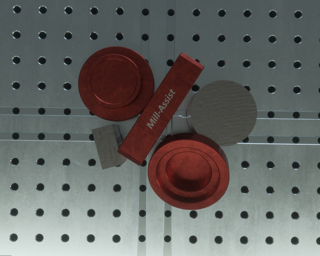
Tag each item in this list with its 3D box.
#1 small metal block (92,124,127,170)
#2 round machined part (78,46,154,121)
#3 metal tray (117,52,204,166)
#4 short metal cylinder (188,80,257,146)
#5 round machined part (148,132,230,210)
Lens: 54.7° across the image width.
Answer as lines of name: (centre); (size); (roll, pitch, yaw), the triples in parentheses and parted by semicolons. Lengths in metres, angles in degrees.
small metal block: (-0.063, 0.023, 0.396); (0.025, 0.050, 0.050); (-15, 90, 0)
round machined part: (-0.057, -0.057, 0.400); (0.099, 0.042, 0.097); (0, 90, 0)
metal tray: (0.001, -0.021, 0.377); (0.030, 0.090, 0.130); (33, 90, 0)
short metal cylinder: (0.077, -0.018, 0.397); (0.081, 0.050, 0.079); (0, 90, 0)
round machined part: (0.037, 0.050, 0.390); (0.098, 0.042, 0.097); (4, 112, 9)
